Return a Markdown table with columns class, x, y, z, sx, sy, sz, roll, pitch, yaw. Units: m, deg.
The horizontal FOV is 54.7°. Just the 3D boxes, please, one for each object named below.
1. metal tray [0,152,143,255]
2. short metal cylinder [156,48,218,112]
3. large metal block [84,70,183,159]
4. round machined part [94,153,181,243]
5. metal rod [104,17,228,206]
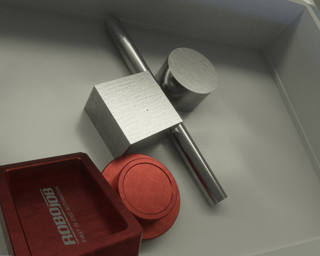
| class | x | y | z | sx | sy | sz | roll | pitch | yaw |
| --- | --- | --- | --- | --- | --- | --- | --- | --- | --- |
| metal tray | -0.085 | 0.071 | 0.267 | 0.091 | 0.030 | 0.130 | -8 | 30 | -33 |
| short metal cylinder | 0.037 | -0.070 | 0.454 | 0.081 | 0.050 | 0.080 | 14 | 56 | -21 |
| large metal block | -0.034 | -0.016 | 0.383 | 0.081 | 0.050 | 0.080 | -24 | 75 | -37 |
| round machined part | -0.021 | 0.072 | 0.341 | 0.099 | 0.042 | 0.098 | 14 | 56 | -21 |
| metal rod | 0.001 | -0.032 | 0.427 | 0.025 | 0.025 | 0.299 | -20 | 73 | -36 |
